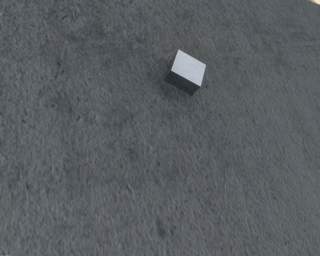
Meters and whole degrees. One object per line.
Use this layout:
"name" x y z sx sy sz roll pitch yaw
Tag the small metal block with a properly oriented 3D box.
"small metal block" 0.039 -0.085 0.476 0.050 0.025 0.050 27 52 -12
